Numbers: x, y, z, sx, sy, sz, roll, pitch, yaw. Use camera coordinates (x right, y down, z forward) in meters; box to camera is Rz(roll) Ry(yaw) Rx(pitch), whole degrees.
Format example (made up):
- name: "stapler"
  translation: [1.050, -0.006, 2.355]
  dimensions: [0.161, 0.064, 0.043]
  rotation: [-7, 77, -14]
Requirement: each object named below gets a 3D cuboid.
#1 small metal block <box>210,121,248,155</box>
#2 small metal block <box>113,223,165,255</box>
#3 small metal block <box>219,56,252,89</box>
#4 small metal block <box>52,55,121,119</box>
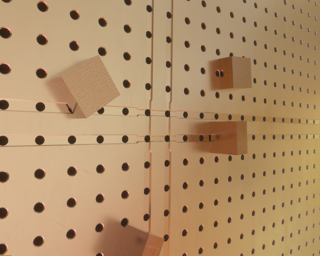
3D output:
- name: "small metal block"
  translation: [0.106, 0.014, 0.481]
  dimensions: [0.025, 0.050, 0.050]
  rotation: [-3, 92, -40]
- name: "small metal block"
  translation: [-0.028, 0.147, 0.369]
  dimensions: [0.025, 0.050, 0.050]
  rotation: [32, 70, -36]
- name: "small metal block"
  translation: [0.126, -0.090, 0.513]
  dimensions: [0.050, 0.025, 0.050]
  rotation: [-6, 94, -40]
- name: "small metal block"
  translation: [-0.080, -0.045, 0.341]
  dimensions: [0.050, 0.025, 0.050]
  rotation: [-41, 115, -32]
